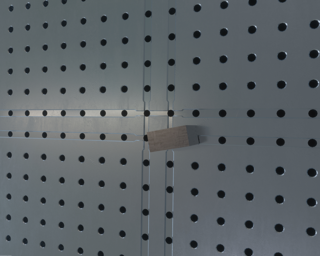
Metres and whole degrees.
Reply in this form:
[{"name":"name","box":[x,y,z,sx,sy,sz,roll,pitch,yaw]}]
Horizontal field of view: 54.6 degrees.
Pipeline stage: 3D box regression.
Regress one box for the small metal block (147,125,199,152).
[{"name":"small metal block","box":[0.018,0.013,0.393,0.050,0.050,0.025,-11,87,20]}]
